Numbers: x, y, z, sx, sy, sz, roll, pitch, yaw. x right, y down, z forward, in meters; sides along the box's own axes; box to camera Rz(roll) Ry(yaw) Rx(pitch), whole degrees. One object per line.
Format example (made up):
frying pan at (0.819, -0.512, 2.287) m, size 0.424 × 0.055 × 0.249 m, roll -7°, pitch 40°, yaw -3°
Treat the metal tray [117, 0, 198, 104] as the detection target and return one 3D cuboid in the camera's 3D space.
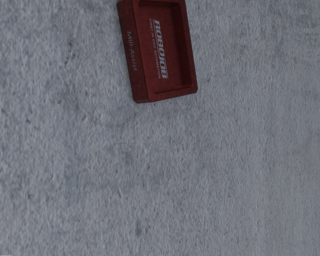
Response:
metal tray at (0.000, -0.103, 0.403) m, size 0.091 × 0.030 × 0.129 m, roll -16°, pitch 100°, yaw -39°
